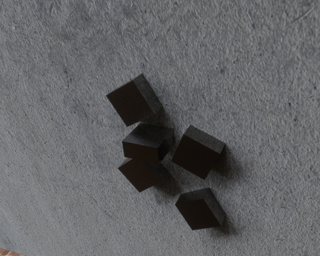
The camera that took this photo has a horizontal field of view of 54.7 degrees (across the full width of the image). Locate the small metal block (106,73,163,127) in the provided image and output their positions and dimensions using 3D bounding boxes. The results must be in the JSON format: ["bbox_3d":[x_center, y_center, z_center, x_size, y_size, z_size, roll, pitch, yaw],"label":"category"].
[{"bbox_3d":[-0.033,-0.035,0.402,0.050,0.025,0.050,-23,106,36],"label":"small metal block"}]

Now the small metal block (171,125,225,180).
[{"bbox_3d":[0.049,0.032,0.401,0.050,0.025,0.050,29,128,10],"label":"small metal block"}]

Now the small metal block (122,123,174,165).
[{"bbox_3d":[-0.014,0.019,0.410,0.050,0.050,0.025,10,123,23],"label":"small metal block"}]

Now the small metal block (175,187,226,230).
[{"bbox_3d":[0.059,0.118,0.449,0.050,0.025,0.050,-23,106,36],"label":"small metal block"}]

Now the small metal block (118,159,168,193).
[{"bbox_3d":[-0.025,0.062,0.459,0.050,0.025,0.050,-35,99,38],"label":"small metal block"}]
